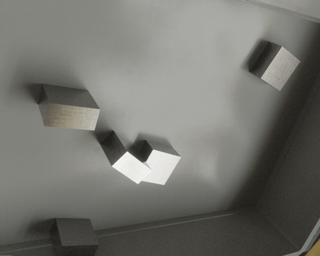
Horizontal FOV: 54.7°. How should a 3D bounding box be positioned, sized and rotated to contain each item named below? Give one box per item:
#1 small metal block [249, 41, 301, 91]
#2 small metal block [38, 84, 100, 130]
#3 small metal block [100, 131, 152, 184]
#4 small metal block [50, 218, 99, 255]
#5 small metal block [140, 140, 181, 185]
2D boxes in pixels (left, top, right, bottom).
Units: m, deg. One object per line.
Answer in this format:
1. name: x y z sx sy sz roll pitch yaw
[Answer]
1. small metal block: 0.166 -0.088 0.447 0.050 0.025 0.050 21 107 -36
2. small metal block: -0.097 -0.022 0.327 0.050 0.050 0.025 6 116 -32
3. small metal block: -0.043 0.037 0.393 0.025 0.050 0.050 -44 130 2
4. small metal block: -0.117 0.150 0.423 0.050 0.050 0.025 13 112 -34
5. small metal block: -0.007 0.050 0.437 0.050 0.025 0.050 18 109 -36
